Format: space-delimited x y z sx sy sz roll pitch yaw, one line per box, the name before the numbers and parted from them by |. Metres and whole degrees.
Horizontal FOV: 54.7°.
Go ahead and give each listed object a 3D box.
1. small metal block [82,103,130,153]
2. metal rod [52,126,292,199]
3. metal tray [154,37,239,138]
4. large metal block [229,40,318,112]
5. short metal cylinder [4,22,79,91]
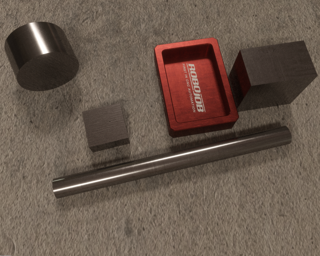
small metal block | -0.071 0.000 0.407 0.050 0.025 0.050 -14 71 -6
metal rod | 0.019 0.042 0.393 0.302 0.025 0.025 -13 71 -5
metal tray | 0.047 -0.057 0.426 0.091 0.030 0.129 -9 70 -4
large metal block | 0.140 -0.064 0.404 0.081 0.080 0.050 -9 71 -4
short metal cylinder | -0.156 -0.093 0.411 0.080 0.080 0.050 -26 72 -9
